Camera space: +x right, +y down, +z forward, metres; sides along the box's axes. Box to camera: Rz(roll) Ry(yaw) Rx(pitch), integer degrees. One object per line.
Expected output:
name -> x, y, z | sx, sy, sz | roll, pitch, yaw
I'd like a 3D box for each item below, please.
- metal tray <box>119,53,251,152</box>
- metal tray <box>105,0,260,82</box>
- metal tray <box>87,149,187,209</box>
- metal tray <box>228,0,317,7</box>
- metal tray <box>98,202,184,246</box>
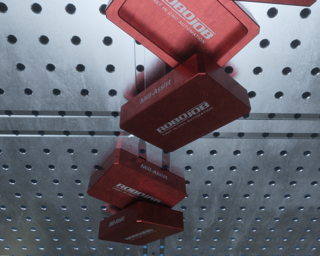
metal tray -> 0.027, -0.022, 0.365 | 0.090, 0.030, 0.130 | 29, 135, -36
metal tray -> 0.024, -0.112, 0.313 | 0.130, 0.030, 0.090 | 32, 123, -25
metal tray -> -0.035, 0.093, 0.487 | 0.131, 0.030, 0.090 | 28, 124, -23
metal tray -> 0.075, -0.153, 0.254 | 0.131, 0.030, 0.089 | 0, 118, -12
metal tray -> -0.034, 0.165, 0.520 | 0.091, 0.030, 0.129 | 22, 140, -30
